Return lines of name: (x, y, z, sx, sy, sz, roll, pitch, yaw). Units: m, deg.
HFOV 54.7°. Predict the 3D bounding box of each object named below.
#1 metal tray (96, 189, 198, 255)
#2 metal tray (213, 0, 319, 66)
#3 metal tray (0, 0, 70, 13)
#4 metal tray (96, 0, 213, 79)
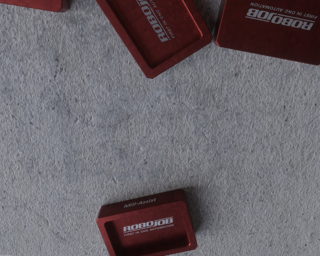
metal tray: (-0.018, 0.149, 0.461, 0.131, 0.030, 0.089, -13, 110, 4)
metal tray: (0.136, -0.130, 0.360, 0.131, 0.030, 0.089, 10, 110, -4)
metal tray: (-0.167, -0.183, 0.338, 0.131, 0.030, 0.089, 8, 110, -3)
metal tray: (-0.010, -0.134, 0.357, 0.090, 0.030, 0.130, -31, 108, 10)
